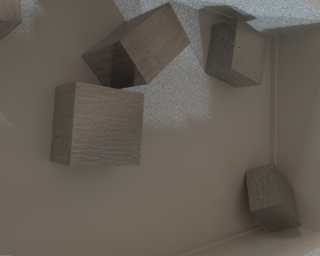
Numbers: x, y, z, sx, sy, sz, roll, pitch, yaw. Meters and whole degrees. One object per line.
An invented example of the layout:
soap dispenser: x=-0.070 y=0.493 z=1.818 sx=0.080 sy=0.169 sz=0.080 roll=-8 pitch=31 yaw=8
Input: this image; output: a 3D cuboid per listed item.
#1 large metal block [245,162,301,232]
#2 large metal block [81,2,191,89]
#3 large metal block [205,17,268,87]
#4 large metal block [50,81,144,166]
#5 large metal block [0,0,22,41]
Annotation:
large metal block: x=0.192 y=0.119 z=0.531 sx=0.080 sy=0.050 sz=0.080 roll=44 pitch=35 yaw=-31
large metal block: x=-0.027 y=-0.089 z=0.348 sx=0.080 sy=0.080 sz=0.050 roll=-48 pitch=119 yaw=-29
large metal block: x=0.122 y=-0.116 z=0.492 sx=0.081 sy=0.050 sz=0.080 roll=16 pitch=80 yaw=-39
large metal block: x=-0.067 y=-0.002 z=0.334 sx=0.081 sy=0.050 sz=0.080 roll=5 pitch=87 yaw=-40
large metal block: x=-0.151 y=-0.117 z=0.244 sx=0.050 sy=0.080 sz=0.079 roll=-7 pitch=95 yaw=-40
